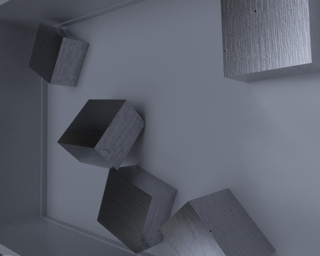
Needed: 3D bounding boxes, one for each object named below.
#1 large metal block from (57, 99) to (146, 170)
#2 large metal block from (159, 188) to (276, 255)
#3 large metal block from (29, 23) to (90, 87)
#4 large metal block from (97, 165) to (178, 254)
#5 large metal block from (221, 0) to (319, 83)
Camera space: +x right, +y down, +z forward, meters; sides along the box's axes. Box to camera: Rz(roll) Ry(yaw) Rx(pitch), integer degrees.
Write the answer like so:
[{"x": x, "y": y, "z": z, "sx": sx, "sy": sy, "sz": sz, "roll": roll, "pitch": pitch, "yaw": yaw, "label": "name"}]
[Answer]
[{"x": -0.081, "y": 0.006, "z": 0.432, "sx": 0.080, "sy": 0.050, "sz": 0.080, "roll": 5, "pitch": 54, "yaw": 40, "label": "large metal block"}, {"x": 0.060, "y": 0.116, "z": 0.321, "sx": 0.050, "sy": 0.081, "sz": 0.080, "roll": -51, "pitch": 60, "yaw": 28, "label": "large metal block"}, {"x": -0.176, "y": -0.126, "z": 0.537, "sx": 0.080, "sy": 0.050, "sz": 0.079, "roll": 35, "pitch": 112, "yaw": 34, "label": "large metal block"}, {"x": -0.032, "y": 0.105, "z": 0.417, "sx": 0.080, "sy": 0.050, "sz": 0.079, "roll": 25, "pitch": 106, "yaw": 37, "label": "large metal block"}, {"x": 0.109, "y": -0.092, "z": 0.301, "sx": 0.080, "sy": 0.050, "sz": 0.080, "roll": -4, "pitch": 88, "yaw": 40, "label": "large metal block"}]
